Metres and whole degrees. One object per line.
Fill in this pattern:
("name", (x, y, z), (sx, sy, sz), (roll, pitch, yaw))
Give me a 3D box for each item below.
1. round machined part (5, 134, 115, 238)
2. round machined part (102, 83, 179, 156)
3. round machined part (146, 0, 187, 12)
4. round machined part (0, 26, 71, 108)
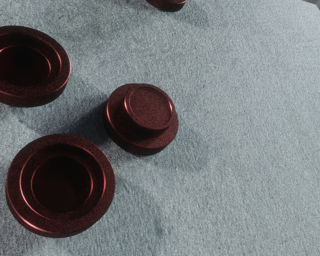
("round machined part", (-0.098, 0.058, 0.306), (0.099, 0.042, 0.098), (14, 56, -21))
("round machined part", (-0.019, -0.018, 0.395), (0.099, 0.042, 0.098), (14, 56, -21))
("round machined part", (0.010, -0.262, 0.560), (0.099, 0.042, 0.098), (14, 56, -21))
("round machined part", (-0.155, -0.064, 0.349), (0.099, 0.042, 0.098), (14, 56, -21))
